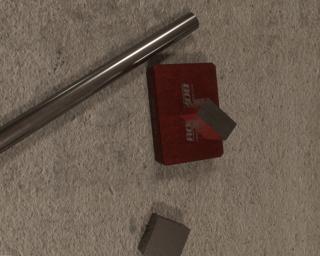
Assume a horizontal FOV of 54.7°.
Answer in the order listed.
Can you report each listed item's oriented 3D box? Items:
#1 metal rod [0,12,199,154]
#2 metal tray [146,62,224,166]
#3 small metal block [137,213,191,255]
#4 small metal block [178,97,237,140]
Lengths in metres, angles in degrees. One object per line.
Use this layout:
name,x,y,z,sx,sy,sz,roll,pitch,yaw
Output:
metal rod,-0.071,-0.063,0.383,0.301,0.025,0.025,-36,102,-17
metal tray,0.035,-0.020,0.420,0.091,0.030,0.129,-7,92,-20
small metal block,0.006,0.148,0.412,0.050,0.025,0.050,26,81,-19
small metal block,0.058,-0.011,0.386,0.050,0.050,0.025,40,77,-16
